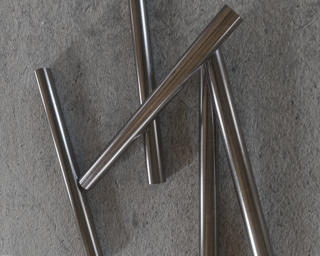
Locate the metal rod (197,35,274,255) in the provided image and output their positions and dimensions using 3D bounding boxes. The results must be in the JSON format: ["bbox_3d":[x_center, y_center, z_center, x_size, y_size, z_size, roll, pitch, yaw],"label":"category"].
[{"bbox_3d":[0.092,0.036,0.362,0.025,0.025,0.298,-14,90,19],"label":"metal rod"}]

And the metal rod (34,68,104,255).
[{"bbox_3d":[-0.134,0.055,0.456,0.025,0.025,0.299,-20,84,19],"label":"metal rod"}]

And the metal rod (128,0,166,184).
[{"bbox_3d":[-0.020,-0.076,0.415,0.025,0.025,0.298,-7,88,20],"label":"metal rod"}]

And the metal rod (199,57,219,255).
[{"bbox_3d":[0.061,0.052,0.387,0.025,0.025,0.298,0,90,20],"label":"metal rod"}]

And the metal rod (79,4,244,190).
[{"bbox_3d":[-0.014,-0.020,0.382,0.025,0.025,0.299,49,117,13],"label":"metal rod"}]
